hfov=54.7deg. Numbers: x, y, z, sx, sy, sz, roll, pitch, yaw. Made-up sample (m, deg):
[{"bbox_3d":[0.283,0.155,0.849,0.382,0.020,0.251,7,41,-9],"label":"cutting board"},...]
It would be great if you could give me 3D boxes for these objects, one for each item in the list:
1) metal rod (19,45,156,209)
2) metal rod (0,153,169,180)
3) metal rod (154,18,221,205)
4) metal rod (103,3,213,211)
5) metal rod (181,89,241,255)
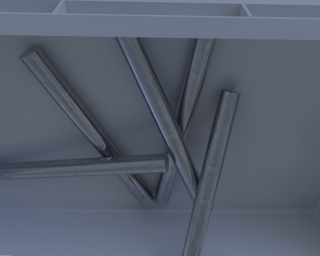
[{"bbox_3d":[-0.080,0.020,0.425,0.025,0.025,0.299,-20,128,15],"label":"metal rod"},{"bbox_3d":[-0.138,0.056,0.431,0.301,0.025,0.025,-4,131,12],"label":"metal rod"},{"bbox_3d":[0.027,0.004,0.412,0.025,0.025,0.298,7,130,-6],"label":"metal rod"},{"bbox_3d":[0.010,-0.001,0.380,0.025,0.025,0.299,-17,120,14],"label":"metal rod"},{"bbox_3d":[0.058,0.098,0.410,0.025,0.025,0.298,9,104,-8],"label":"metal rod"}]
